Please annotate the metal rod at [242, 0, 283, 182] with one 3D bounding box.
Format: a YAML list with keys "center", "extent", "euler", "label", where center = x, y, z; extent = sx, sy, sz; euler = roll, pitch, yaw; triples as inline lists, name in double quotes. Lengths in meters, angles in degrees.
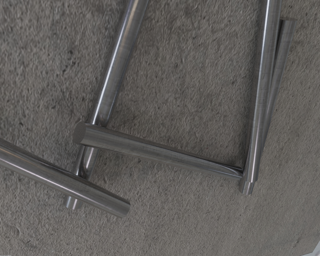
- center: [0.143, -0.048, 0.442]
  extent: [0.025, 0.025, 0.298]
  euler: [-14, 121, -20]
  label: "metal rod"

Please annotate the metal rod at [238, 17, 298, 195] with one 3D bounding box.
- center: [0.162, -0.016, 0.484]
  extent: [0.025, 0.025, 0.298]
  euler: [-11, 123, -23]
  label: "metal rod"

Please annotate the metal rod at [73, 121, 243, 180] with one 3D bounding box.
- center: [0.023, 0.041, 0.425]
  extent: [0.302, 0.025, 0.025]
  euler: [19, 109, -41]
  label: "metal rod"

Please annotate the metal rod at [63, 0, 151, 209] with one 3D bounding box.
- center: [-0.062, -0.032, 0.353]
  extent: [0.025, 0.025, 0.298]
  euler: [8, 114, -32]
  label: "metal rod"

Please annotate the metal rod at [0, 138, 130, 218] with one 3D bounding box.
- center: [-0.151, 0.032, 0.322]
  extent: [0.301, 0.025, 0.025]
  euler: [35, 98, -32]
  label: "metal rod"
